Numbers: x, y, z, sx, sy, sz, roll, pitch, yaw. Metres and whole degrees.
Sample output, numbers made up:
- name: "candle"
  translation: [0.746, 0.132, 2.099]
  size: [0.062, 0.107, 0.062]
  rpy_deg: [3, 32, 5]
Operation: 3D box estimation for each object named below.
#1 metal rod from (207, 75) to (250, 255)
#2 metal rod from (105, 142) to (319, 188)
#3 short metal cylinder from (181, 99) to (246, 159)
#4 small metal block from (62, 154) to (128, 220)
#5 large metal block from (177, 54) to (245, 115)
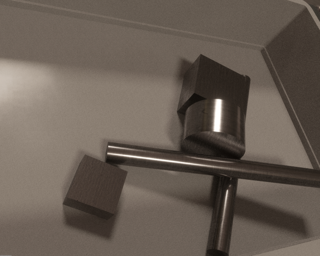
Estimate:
- name: "metal rod"
  translation: [0.105, 0.030, 0.445]
  size: [0.025, 0.025, 0.300]
  rpy_deg: [28, 52, -11]
- name: "metal rod"
  translation: [0.084, 0.050, 0.392]
  size: [0.302, 0.025, 0.025]
  rpy_deg: [8, 58, -13]
- name: "short metal cylinder"
  translation: [0.070, 0.007, 0.406]
  size: [0.080, 0.080, 0.050]
  rpy_deg: [21, 54, -16]
- name: "small metal block"
  translation: [-0.068, 0.064, 0.331]
  size: [0.050, 0.025, 0.050]
  rpy_deg: [25, 53, -14]
- name: "large metal block"
  translation: [0.078, -0.051, 0.465]
  size: [0.080, 0.050, 0.080]
  rpy_deg: [24, 53, -14]
